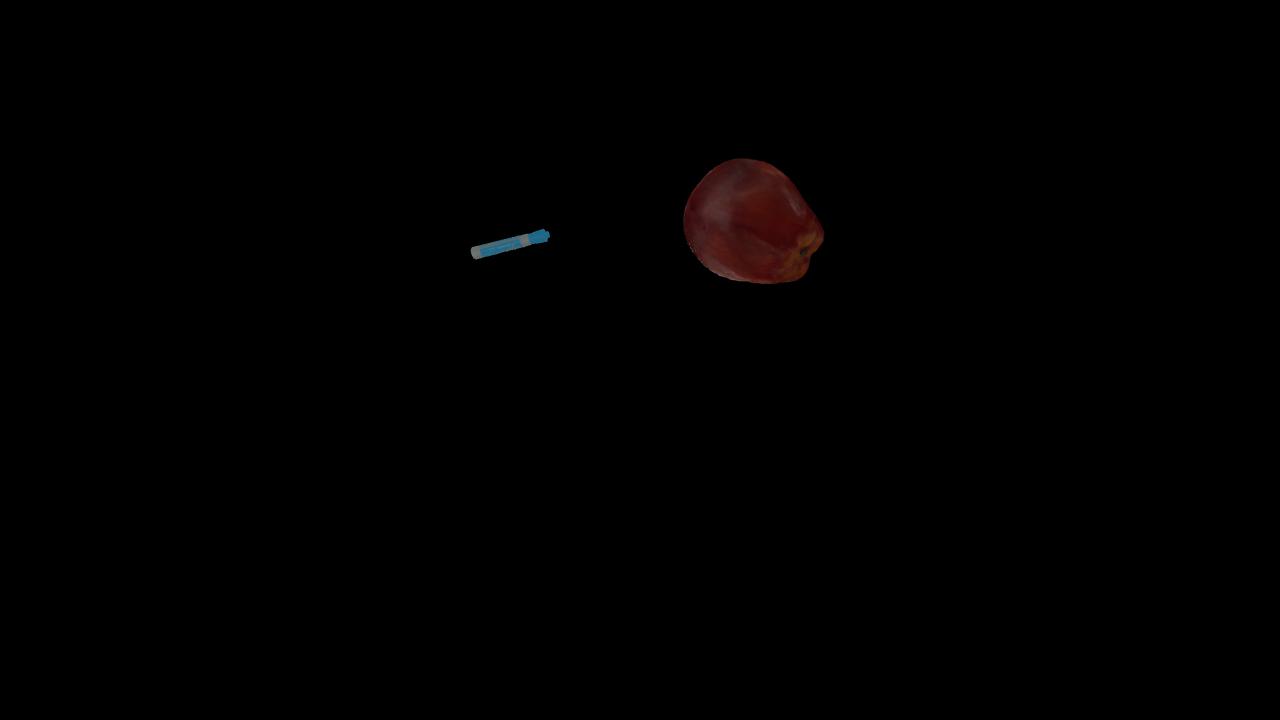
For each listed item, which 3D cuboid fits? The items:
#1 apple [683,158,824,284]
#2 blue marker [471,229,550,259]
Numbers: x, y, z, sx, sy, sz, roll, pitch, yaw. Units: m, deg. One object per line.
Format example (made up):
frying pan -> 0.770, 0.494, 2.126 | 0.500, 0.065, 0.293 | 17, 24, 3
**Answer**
apple -> 0.074, -0.091, 0.411 | 0.079, 0.079, 0.093 | 0, 33, -47
blue marker -> -0.188, -0.168, 0.893 | 0.121, 0.020, 0.020 | -11, -3, 14
